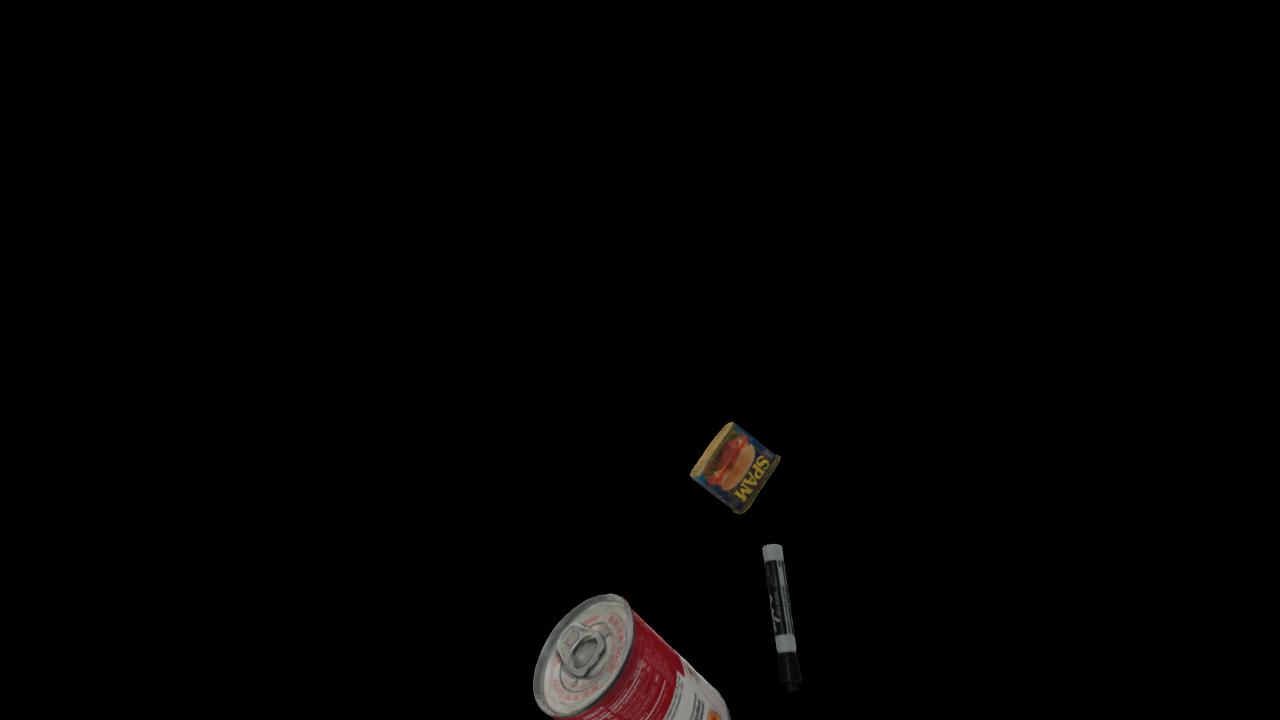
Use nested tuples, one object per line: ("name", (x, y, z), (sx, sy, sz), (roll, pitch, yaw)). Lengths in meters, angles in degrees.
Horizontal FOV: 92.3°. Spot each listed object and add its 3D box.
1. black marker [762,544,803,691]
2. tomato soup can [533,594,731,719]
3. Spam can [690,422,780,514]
("black marker", (0.126, 0.225, 0.545), (0.020, 0.121, 0.020), (-1, -36, -1))
("tomato soup can", (-0.001, 0.189, 0.344), (0.068, 0.101, 0.068), (-33, 23, 16))
("Spam can", (0.133, 0.150, 0.869), (0.085, 0.101, 0.058), (38, -15, -2))
